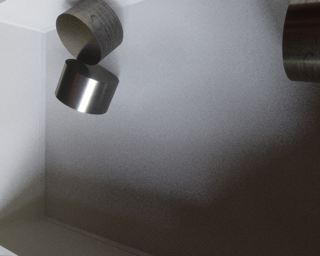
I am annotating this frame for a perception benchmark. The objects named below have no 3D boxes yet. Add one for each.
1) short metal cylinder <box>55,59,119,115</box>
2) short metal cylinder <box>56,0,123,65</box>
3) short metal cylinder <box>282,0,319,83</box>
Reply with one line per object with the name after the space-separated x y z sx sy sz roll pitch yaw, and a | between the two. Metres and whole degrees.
-0.107 -0.061 0.457 0.080 0.081 0.050 39 114 32 | short metal cylinder
-0.100 -0.138 0.445 0.080 0.050 0.080 26 146 20 | short metal cylinder
0.141 -0.077 0.254 0.050 0.081 0.079 12 98 39 | short metal cylinder
